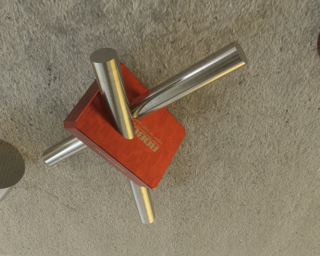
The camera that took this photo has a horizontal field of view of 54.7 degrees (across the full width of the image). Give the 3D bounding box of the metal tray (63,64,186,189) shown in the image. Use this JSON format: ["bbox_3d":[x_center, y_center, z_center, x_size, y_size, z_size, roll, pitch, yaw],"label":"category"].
[{"bbox_3d":[-0.034,0.001,0.364,0.030,0.090,0.130,0,143,50],"label":"metal tray"}]

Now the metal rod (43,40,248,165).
[{"bbox_3d":[-0.040,-0.015,0.365,0.299,0.025,0.025,-26,126,31],"label":"metal rod"}]

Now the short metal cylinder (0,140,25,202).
[{"bbox_3d":[-0.234,0.060,0.420,0.080,0.080,0.050,32,123,-24],"label":"short metal cylinder"}]

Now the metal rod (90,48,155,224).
[{"bbox_3d":[-0.035,0.038,0.386,0.025,0.025,0.298,-5,136,4],"label":"metal rod"}]

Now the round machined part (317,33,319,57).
[{"bbox_3d":[0.223,-0.091,0.321,0.099,0.042,0.097,0,130,0],"label":"round machined part"}]
